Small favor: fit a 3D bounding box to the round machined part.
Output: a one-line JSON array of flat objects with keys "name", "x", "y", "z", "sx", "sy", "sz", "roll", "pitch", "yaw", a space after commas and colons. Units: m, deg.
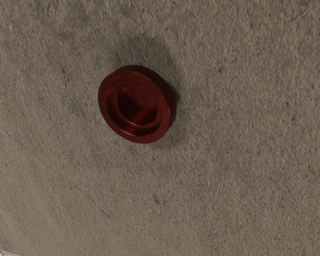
[{"name": "round machined part", "x": -0.024, "y": -0.032, "z": 0.387, "sx": 0.098, "sy": 0.042, "sz": 0.097, "roll": 13, "pitch": 124, "yaw": 20}]
